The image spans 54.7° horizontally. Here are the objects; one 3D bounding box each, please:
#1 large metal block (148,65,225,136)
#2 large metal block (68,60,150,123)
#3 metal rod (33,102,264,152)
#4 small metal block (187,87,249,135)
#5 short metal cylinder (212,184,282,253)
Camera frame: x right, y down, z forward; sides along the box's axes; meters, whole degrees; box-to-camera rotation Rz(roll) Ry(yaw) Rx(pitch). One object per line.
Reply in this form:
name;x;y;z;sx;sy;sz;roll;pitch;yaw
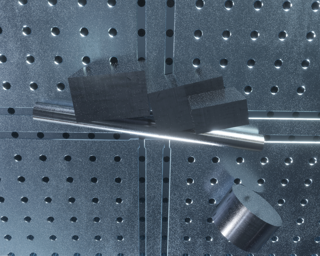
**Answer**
large metal block;0.031;-0.037;0.371;0.080;0.080;0.050;-13;110;4
large metal block;-0.053;-0.046;0.366;0.080;0.080;0.050;-5;110;2
metal rod;-0.012;0.000;0.413;0.302;0.025;0.025;8;110;-4
small metal block;0.056;-0.019;0.309;0.050;0.050;0.025;-11;110;3
short metal cylinder;0.120;0.124;0.432;0.080;0.080;0.050;29;107;-11
